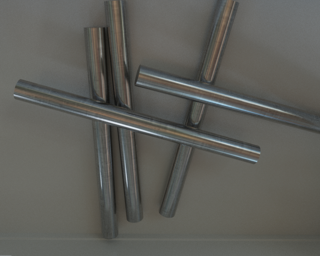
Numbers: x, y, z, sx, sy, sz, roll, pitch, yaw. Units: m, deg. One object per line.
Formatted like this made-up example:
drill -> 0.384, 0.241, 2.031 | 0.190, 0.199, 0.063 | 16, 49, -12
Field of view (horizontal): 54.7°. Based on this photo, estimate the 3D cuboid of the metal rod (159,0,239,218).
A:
metal rod -> 0.045, -0.011, 0.407 | 0.025, 0.025, 0.298 | 12, 110, -5

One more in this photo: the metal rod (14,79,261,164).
metal rod -> -0.022, -0.006, 0.381 | 0.302, 0.025, 0.025 | 15, 109, -6

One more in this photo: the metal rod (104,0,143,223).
metal rod -> -0.044, -0.007, 0.408 | 0.025, 0.025, 0.298 | -3, 110, 0

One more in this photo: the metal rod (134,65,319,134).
metal rod -> 0.118, -0.026, 0.384 | 0.302, 0.025, 0.025 | 13, 110, -13

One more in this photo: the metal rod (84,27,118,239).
metal rod -> -0.076, 0.021, 0.417 | 0.025, 0.025, 0.298 | -1, 110, 0
